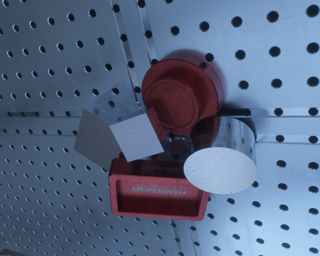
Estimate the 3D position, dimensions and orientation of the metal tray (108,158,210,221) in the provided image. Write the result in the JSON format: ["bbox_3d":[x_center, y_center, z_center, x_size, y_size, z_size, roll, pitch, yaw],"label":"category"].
[{"bbox_3d":[-0.001,0.086,0.425,0.131,0.030,0.089,4,130,0],"label":"metal tray"}]

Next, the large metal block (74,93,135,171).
[{"bbox_3d":[-0.067,0.011,0.437,0.080,0.050,0.079,31,128,8],"label":"large metal block"}]

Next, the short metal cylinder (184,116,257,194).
[{"bbox_3d":[0.071,0.033,0.363,0.080,0.050,0.079,7,133,8],"label":"short metal cylinder"}]

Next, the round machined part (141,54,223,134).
[{"bbox_3d":[0.021,-0.034,0.368,0.098,0.042,0.097,13,124,21],"label":"round machined part"}]

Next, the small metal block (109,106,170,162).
[{"bbox_3d":[-0.024,0.008,0.368,0.050,0.025,0.050,-18,106,23],"label":"small metal block"}]
